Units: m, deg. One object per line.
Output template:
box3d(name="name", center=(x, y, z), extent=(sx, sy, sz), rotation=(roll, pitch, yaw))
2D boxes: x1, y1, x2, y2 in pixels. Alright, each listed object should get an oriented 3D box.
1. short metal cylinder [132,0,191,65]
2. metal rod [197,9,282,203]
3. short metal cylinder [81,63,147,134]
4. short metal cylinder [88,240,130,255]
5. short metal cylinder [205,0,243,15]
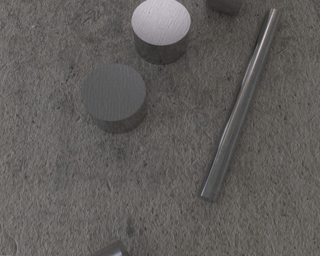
box3d(name="short metal cylinder", center=(0.002, -0.138, 0.445), extent=(0.081, 0.050, 0.080), rotation=(0, 70, 0))
box3d(name="metal rod", center=(0.115, -0.043, 0.424), extent=(0.025, 0.025, 0.300), rotation=(22, 71, 7))
box3d(name="short metal cylinder", center=(-0.058, -0.037, 0.408), extent=(0.081, 0.050, 0.080), rotation=(0, 70, 0))
box3d(name="short metal cylinder", center=(-0.048, 0.164, 0.318), extent=(0.050, 0.080, 0.080), rotation=(-26, 72, -9))
box3d(name="short metal cylinder", center=(0.104, -0.213, 0.457), extent=(0.050, 0.080, 0.080), rotation=(18, 71, 6))
